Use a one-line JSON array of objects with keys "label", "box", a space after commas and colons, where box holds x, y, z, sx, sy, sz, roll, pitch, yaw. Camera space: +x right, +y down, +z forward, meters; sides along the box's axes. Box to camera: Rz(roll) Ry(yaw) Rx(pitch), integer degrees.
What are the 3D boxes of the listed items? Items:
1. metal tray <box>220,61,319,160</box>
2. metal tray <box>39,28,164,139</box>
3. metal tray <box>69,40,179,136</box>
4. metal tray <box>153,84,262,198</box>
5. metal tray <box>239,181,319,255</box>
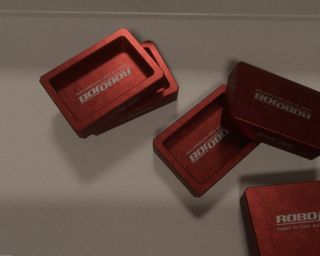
[{"label": "metal tray", "box": [0.148, -0.022, 0.393, 0.131, 0.030, 0.090, 20, 58, -7]}, {"label": "metal tray", "box": [-0.071, -0.059, 0.395, 0.131, 0.030, 0.090, -35, 74, -12]}, {"label": "metal tray", "box": [-0.051, -0.057, 0.426, 0.131, 0.030, 0.090, -25, 72, -9]}, {"label": "metal tray", "box": [0.067, 0.015, 0.402, 0.130, 0.030, 0.090, -39, 75, -13]}, {"label": "metal tray", "box": [0.168, 0.111, 0.359, 0.131, 0.030, 0.090, -5, 59, -2]}]
